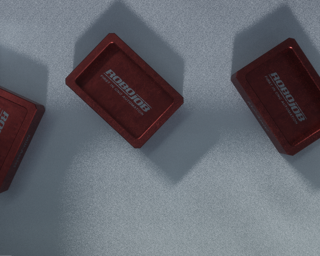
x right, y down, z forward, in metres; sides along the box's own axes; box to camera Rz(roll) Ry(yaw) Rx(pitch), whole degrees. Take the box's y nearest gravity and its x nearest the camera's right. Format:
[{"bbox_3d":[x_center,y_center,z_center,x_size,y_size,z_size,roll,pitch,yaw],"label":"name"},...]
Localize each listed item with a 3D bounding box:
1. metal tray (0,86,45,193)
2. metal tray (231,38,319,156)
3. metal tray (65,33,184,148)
[{"bbox_3d":[-0.222,0.011,0.405,0.090,0.030,0.129,25,90,-1],"label":"metal tray"},{"bbox_3d":[0.168,-0.040,0.411,0.090,0.030,0.130,-34,90,-1],"label":"metal tray"},{"bbox_3d":[-0.045,-0.048,0.408,0.130,0.030,0.090,43,90,-1],"label":"metal tray"}]
